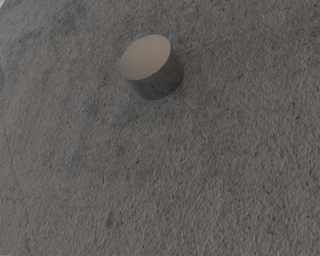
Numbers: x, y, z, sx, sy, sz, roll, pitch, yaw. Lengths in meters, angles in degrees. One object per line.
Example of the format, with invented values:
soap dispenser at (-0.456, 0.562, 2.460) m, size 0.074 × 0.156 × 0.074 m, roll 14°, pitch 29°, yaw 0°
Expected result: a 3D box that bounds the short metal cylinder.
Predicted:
short metal cylinder at (-0.012, -0.087, 0.449) m, size 0.080 × 0.050 × 0.080 m, roll -13°, pitch 56°, yaw 21°
